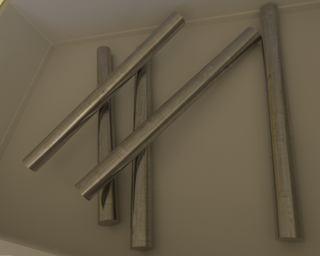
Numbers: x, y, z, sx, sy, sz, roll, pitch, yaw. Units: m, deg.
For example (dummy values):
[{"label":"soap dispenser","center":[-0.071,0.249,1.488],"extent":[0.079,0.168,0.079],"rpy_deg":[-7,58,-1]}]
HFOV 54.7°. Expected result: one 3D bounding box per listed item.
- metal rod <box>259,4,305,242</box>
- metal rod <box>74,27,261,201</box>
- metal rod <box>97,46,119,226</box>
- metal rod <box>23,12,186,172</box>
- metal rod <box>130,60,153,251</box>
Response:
[{"label":"metal rod","center":[0.134,-0.029,0.352],"extent":[0.025,0.025,0.299],"rpy_deg":[-7,58,24]},{"label":"metal rod","center":[0.018,-0.025,0.387],"extent":[0.301,0.025,0.025],"rpy_deg":[-43,51,-11]},{"label":"metal rod","center":[-0.079,-0.010,0.451],"extent":[0.025,0.025,0.299],"rpy_deg":[-20,54,16]},{"label":"metal rod","center":[-0.077,-0.054,0.443],"extent":[0.300,0.025,0.025],"rpy_deg":[-45,51,-4]},{"label":"metal rod","center":[-0.023,0.003,0.414],"extent":[0.025,0.025,0.299],"rpy_deg":[-14,56,20]}]
